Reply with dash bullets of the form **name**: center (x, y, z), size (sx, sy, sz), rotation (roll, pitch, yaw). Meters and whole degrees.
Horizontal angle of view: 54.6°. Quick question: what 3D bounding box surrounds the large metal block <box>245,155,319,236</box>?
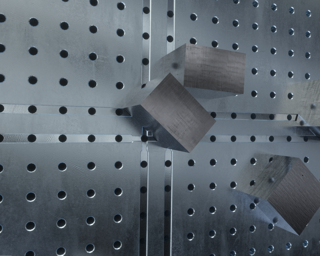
- **large metal block**: center (0.192, 0.099, 0.470), size (0.080, 0.050, 0.080), rotation (47, 76, -14)

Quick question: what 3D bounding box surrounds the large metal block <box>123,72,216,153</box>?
- **large metal block**: center (0.009, -0.017, 0.386), size (0.080, 0.080, 0.050), rotation (44, 77, -15)

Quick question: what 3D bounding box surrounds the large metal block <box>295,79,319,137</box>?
- **large metal block**: center (0.278, -0.027, 0.501), size (0.080, 0.050, 0.080), rotation (21, 83, -19)

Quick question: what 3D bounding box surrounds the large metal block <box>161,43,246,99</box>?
- **large metal block**: center (0.052, -0.069, 0.402), size (0.081, 0.080, 0.050), rotation (4, 89, -20)
